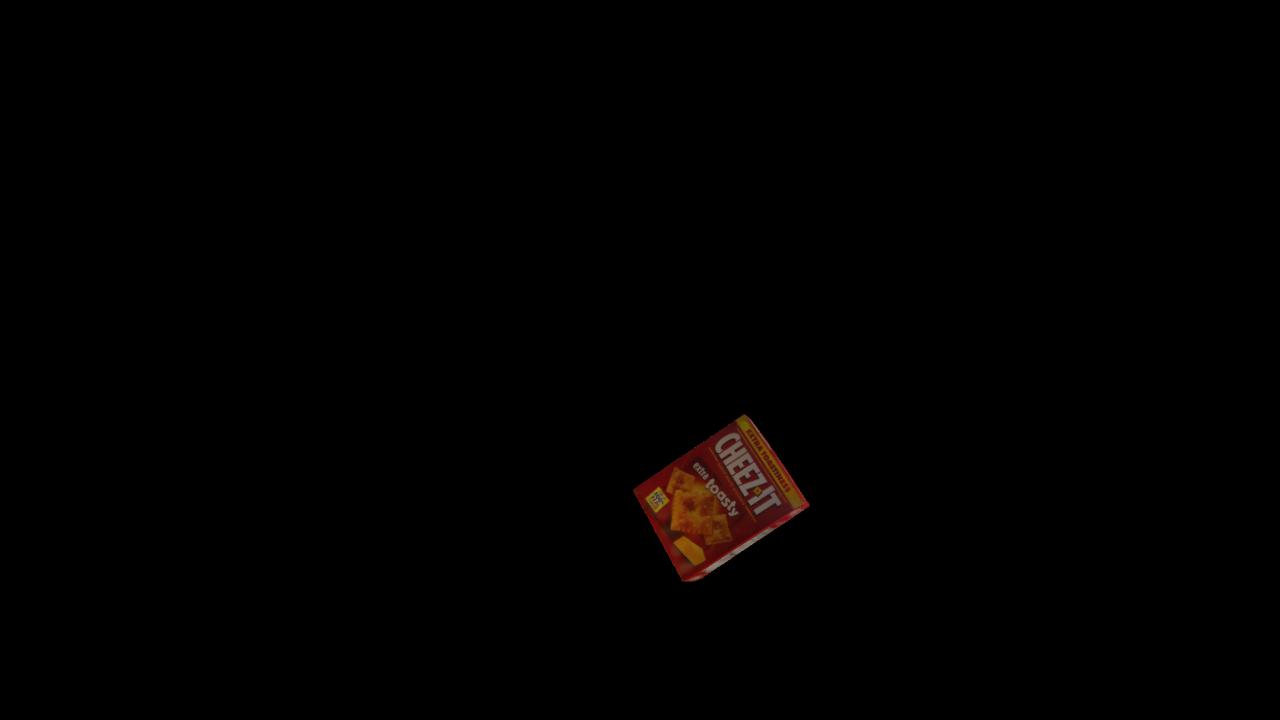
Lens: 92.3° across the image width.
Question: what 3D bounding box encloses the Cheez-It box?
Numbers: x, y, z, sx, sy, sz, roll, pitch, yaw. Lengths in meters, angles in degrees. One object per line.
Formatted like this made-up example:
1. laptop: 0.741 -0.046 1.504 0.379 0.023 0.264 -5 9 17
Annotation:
1. Cheez-It box: 0.124 0.216 0.962 0.223 0.166 0.071 -35 -27 8
